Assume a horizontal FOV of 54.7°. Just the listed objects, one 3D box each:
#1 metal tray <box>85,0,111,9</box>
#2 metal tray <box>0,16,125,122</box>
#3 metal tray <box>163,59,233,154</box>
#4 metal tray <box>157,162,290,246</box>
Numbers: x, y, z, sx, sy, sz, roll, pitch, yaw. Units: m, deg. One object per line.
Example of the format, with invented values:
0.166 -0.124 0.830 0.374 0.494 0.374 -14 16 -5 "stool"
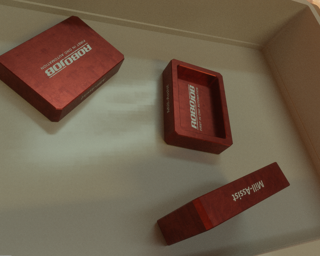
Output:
-0.129 -0.253 0.490 0.131 0.030 0.090 25 53 -13 "metal tray"
-0.118 -0.078 0.387 0.090 0.030 0.131 40 51 -1 "metal tray"
0.052 -0.032 0.449 0.091 0.030 0.130 12 57 -22 "metal tray"
0.072 0.085 0.350 0.131 0.090 0.030 -15 70 -34 "metal tray"
